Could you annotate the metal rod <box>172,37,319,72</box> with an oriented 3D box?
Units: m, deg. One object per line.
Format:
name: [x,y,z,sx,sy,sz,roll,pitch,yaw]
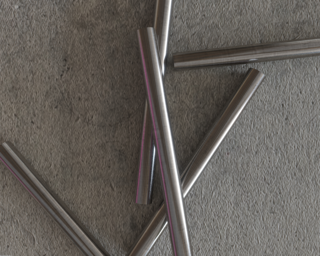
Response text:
metal rod: [0.168,-0.103,0.410,0.302,0.025,0.025,-6,90,0]

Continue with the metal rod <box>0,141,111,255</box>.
metal rod: [-0.110,0.138,0.409,0.025,0.025,0.300,-41,90,0]

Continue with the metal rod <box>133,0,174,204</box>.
metal rod: [-0.007,-0.051,0.409,0.025,0.025,0.298,6,90,0]

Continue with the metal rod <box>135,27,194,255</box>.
metal rod: [0.007,0.027,0.383,0.025,0.025,0.298,-10,90,0]

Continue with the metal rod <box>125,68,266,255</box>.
metal rod: [0.046,0.052,0.410,0.025,0.025,0.299,33,90,0]
